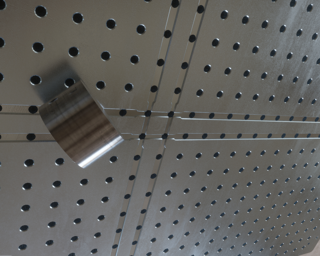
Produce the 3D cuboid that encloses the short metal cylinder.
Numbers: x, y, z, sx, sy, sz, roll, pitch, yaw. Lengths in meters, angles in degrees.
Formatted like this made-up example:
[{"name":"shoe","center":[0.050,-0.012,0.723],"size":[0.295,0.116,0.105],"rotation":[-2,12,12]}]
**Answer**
[{"name":"short metal cylinder","center":[-0.081,-0.004,0.328],"size":[0.050,0.080,0.080],"rotation":[-36,129,-5]}]
